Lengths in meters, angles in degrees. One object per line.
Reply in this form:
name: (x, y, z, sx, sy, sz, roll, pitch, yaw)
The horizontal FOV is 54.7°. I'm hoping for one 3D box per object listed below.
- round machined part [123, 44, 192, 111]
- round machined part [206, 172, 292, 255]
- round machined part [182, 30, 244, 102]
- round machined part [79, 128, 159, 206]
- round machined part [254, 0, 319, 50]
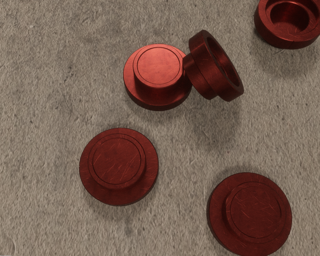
round machined part: (-0.002, -0.076, 0.427, 0.099, 0.042, 0.098, 0, 70, -1)
round machined part: (0.107, 0.100, 0.364, 0.099, 0.042, 0.098, 0, 70, -1)
round machined part: (0.066, -0.076, 0.408, 0.042, 0.099, 0.098, -31, 69, 26)
round machined part: (-0.051, 0.045, 0.382, 0.099, 0.042, 0.098, 0, 70, -1)
round machined part: (0.188, -0.157, 0.459, 0.099, 0.042, 0.098, 0, 70, -1)
